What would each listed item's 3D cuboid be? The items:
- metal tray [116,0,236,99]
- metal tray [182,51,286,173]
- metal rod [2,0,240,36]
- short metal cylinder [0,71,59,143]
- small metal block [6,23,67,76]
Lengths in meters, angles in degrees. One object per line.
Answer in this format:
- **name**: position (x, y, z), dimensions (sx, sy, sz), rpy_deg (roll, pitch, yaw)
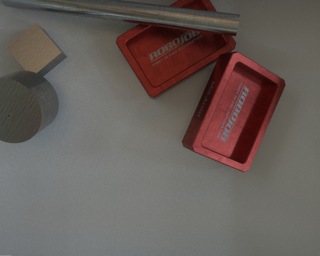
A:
- **metal tray**: position (0.021, -0.109, 0.409), dimensions (0.130, 0.030, 0.090), rpy_deg (-32, 90, -1)
- **metal tray**: position (0.095, -0.019, 0.394), dimensions (0.091, 0.030, 0.129), rpy_deg (24, 90, -23)
- **metal rod**: position (-0.055, -0.147, 0.386), dimensions (0.301, 0.025, 0.025), rpy_deg (10, 90, 9)
- **short metal cylinder**: position (-0.175, -0.027, 0.384), dimensions (0.080, 0.050, 0.079), rpy_deg (2, 110, 5)
- **small metal block**: position (-0.162, -0.100, 0.409), dimensions (0.050, 0.025, 0.050), rpy_deg (-40, 91, 0)
